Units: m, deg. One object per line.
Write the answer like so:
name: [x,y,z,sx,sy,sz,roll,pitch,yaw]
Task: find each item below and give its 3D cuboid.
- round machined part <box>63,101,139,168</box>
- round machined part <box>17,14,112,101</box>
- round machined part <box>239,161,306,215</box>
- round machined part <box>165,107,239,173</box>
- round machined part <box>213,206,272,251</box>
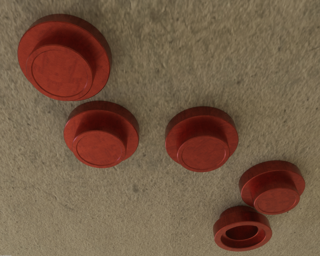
round machined part: [-0.077,0.015,0.408,0.099,0.042,0.097,-1,130,0]
round machined part: [-0.104,-0.068,0.336,0.099,0.042,0.097,-1,130,0]
round machined part: [0.177,0.099,0.483,0.099,0.042,0.097,-1,130,0]
round machined part: [0.056,0.022,0.416,0.099,0.042,0.097,-1,130,0]
round machined part: [0.143,0.174,0.547,0.099,0.042,0.097,-1,130,0]
